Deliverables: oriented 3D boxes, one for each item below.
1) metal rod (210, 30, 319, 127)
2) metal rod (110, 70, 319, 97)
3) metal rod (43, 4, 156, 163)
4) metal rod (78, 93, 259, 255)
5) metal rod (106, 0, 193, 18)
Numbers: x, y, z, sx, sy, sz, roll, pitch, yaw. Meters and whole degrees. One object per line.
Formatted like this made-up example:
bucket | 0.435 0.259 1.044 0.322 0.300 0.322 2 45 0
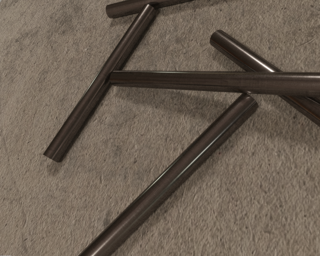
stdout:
metal rod | 0.153 -0.036 0.344 0.025 0.025 0.300 -39 51 1
metal rod | 0.049 -0.060 0.395 0.300 0.025 0.025 9 66 37
metal rod | -0.090 -0.080 0.497 0.025 0.025 0.300 19 71 35
metal rod | 0.000 0.072 0.358 0.300 0.025 0.025 -44 51 -3
metal rod | 0.039 -0.225 0.519 0.301 0.025 0.025 -2 61 26
